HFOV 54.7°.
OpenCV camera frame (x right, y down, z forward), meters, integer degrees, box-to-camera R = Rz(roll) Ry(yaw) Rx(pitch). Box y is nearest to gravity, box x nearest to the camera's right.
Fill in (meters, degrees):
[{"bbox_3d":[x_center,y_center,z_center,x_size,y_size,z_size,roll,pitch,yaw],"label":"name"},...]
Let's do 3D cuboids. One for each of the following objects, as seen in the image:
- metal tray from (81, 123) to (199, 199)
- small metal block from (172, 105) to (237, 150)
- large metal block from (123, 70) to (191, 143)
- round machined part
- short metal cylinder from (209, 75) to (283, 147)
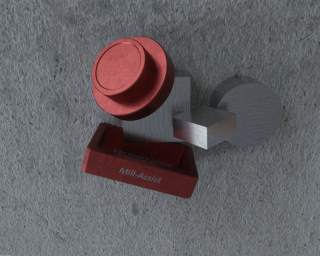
[{"bbox_3d":[-0.022,0.037,0.389,0.131,0.090,0.030,16,110,-6],"label":"metal tray"},{"bbox_3d":[0.050,-0.003,0.348,0.050,0.050,0.025,-22,118,-37],"label":"small metal block"},{"bbox_3d":[-0.005,-0.029,0.388,0.080,0.050,0.079,-1,110,0],"label":"large metal block"},{"bbox_3d":[-0.037,-0.061,0.349,0.098,0.098,0.042,-35,151,11],"label":"round machined part"},{"bbox_3d":[0.105,-0.023,0.391,0.081,0.050,0.079,0,110,0],"label":"short metal cylinder"}]
